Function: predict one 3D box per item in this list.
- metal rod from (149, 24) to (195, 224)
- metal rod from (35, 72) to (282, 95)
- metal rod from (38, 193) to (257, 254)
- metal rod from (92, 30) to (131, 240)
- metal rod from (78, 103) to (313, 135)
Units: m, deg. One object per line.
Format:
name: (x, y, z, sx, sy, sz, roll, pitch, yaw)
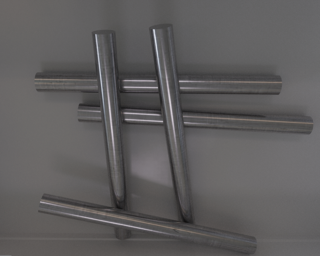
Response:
metal rod: (0.021, 0.023, 0.396, 0.025, 0.025, 0.298, -8, 119, 3)
metal rod: (-0.001, -0.056, 0.390, 0.302, 0.025, 0.025, 1, 110, -1)
metal rod: (-0.010, 0.134, 0.427, 0.302, 0.025, 0.025, 14, 110, -9)
metal rod: (-0.058, 0.029, 0.399, 0.025, 0.025, 0.298, -1, 118, 0)
metal rod: (0.047, -0.012, 0.407, 0.302, 0.025, 0.025, 3, 110, -2)
